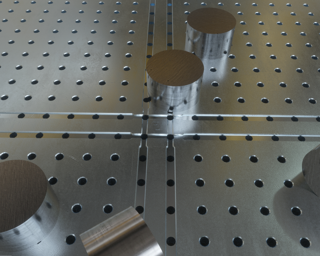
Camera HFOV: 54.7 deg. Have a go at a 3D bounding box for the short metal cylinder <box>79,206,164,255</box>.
[{"bbox_3d":[-0.030,0.117,0.273,0.050,0.080,0.080,-26,55,-20],"label":"short metal cylinder"}]

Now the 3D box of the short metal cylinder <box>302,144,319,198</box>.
[{"bbox_3d":[0.206,0.045,0.335,0.050,0.080,0.080,-30,56,-23],"label":"short metal cylinder"}]

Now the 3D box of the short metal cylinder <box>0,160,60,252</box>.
[{"bbox_3d":[-0.152,0.080,0.323,0.081,0.050,0.080,0,50,0],"label":"short metal cylinder"}]

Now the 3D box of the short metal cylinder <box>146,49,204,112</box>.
[{"bbox_3d":[0.021,-0.069,0.449,0.081,0.050,0.080,0,50,0],"label":"short metal cylinder"}]

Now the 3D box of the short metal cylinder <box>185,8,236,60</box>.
[{"bbox_3d":[0.085,-0.161,0.527,0.081,0.050,0.080,0,50,0],"label":"short metal cylinder"}]
